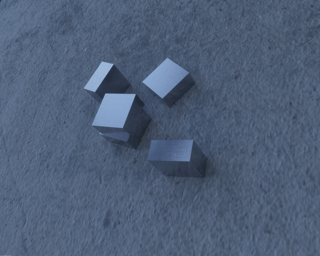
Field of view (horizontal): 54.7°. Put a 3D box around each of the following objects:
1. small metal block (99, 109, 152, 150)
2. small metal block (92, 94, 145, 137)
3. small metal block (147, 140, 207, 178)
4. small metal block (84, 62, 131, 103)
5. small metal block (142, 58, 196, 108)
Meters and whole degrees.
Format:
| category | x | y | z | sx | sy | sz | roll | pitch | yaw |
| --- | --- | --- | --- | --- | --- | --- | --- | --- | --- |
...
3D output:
| category | x | y | z | sx | sy | sz | roll | pitch | yaw |
| --- | --- | --- | --- | --- | --- | --- | --- | --- | --- |
| small metal block | -0.048 | -0.003 | 0.429 | 0.050 | 0.025 | 0.050 | 14 | 68 | 33 |
| small metal block | -0.055 | -0.018 | 0.410 | 0.050 | 0.025 | 0.050 | 5 | 64 | 30 |
| small metal block | 0.021 | 0.036 | 0.354 | 0.050 | 0.050 | 0.025 | -2 | 61 | 27 |
| small metal block | -0.078 | -0.063 | 0.465 | 0.025 | 0.050 | 0.050 | 19 | 72 | 35 |
| small metal block | 0.012 | -0.064 | 0.435 | 0.050 | 0.025 | 0.050 | -44 | 51 | -3 |
